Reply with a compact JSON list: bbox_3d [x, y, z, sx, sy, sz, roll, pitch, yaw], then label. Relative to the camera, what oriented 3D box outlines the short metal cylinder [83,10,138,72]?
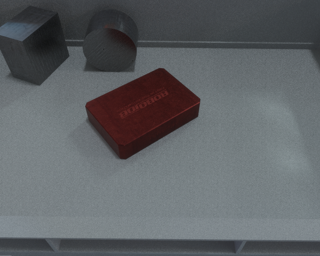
[{"bbox_3d":[-0.075,-0.134,0.481,0.081,0.080,0.050,1,50,0],"label":"short metal cylinder"}]

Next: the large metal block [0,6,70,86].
[{"bbox_3d":[-0.191,-0.126,0.472,0.050,0.080,0.080,18,52,14],"label":"large metal block"}]

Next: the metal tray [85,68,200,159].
[{"bbox_3d":[-0.022,-0.025,0.423,0.131,0.030,0.090,-30,57,-23],"label":"metal tray"}]
